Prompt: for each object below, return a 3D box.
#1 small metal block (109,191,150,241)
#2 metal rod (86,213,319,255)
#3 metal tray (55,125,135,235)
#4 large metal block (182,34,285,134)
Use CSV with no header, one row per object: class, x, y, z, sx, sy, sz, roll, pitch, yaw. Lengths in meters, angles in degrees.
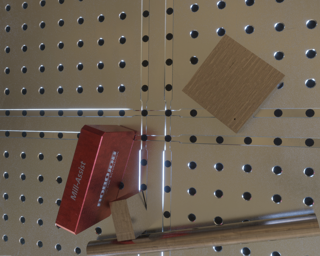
small metal block,-0.039,0.116,0.412,0.025,0.050,0.050,-15,85,19
metal rod,0.040,0.142,0.397,0.301,0.025,0.025,-14,86,19
metal tray,-0.081,0.062,0.405,0.030,0.090,0.129,19,96,19
large metal block,0.087,-0.050,0.368,0.080,0.050,0.080,41,103,15
